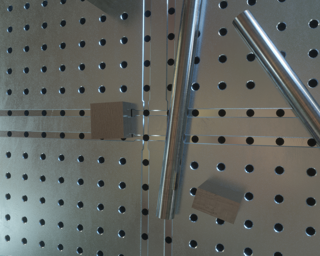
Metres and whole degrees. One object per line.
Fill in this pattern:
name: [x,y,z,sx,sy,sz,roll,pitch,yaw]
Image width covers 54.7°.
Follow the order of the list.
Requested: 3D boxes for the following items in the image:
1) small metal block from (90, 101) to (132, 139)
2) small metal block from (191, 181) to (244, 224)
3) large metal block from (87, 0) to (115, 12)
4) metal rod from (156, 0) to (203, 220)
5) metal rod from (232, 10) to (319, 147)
small metal block: [-0.069,-0.010,0.437,0.050,0.025,0.050,-2,89,20]
small metal block: [0.071,0.088,0.374,0.050,0.050,0.025,18,96,19]
large metal block: [-0.103,-0.216,0.420,0.050,0.080,0.080,-45,76,15]
metal rod: [0.025,-0.031,0.403,0.025,0.025,0.298,8,93,20]
metal rod: [0.175,-0.009,0.350,0.025,0.025,0.299,-34,79,17]
